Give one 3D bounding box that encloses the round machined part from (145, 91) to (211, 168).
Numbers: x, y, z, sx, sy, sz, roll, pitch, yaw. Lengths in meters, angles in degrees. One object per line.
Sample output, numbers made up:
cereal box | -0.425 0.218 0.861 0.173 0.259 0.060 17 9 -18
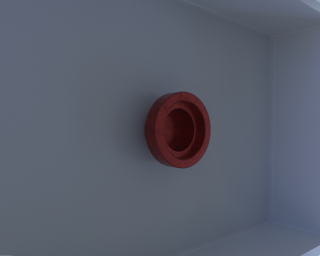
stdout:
round machined part | 0.019 0.002 0.409 0.099 0.042 0.097 0 90 -40
